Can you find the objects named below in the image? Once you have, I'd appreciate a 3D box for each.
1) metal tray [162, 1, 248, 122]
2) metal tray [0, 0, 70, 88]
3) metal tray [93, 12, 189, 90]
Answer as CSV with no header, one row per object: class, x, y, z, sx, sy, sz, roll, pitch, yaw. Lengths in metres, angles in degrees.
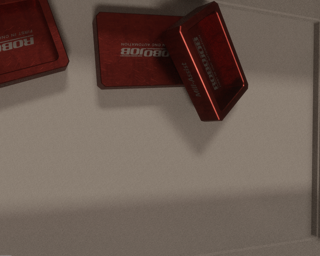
metal tray,0.064,-0.084,0.402,0.090,0.030,0.130,-46,119,-35
metal tray,-0.179,-0.093,0.341,0.131,0.030,0.090,-20,97,-19
metal tray,-0.017,-0.098,0.402,0.131,0.030,0.089,-5,92,-20
